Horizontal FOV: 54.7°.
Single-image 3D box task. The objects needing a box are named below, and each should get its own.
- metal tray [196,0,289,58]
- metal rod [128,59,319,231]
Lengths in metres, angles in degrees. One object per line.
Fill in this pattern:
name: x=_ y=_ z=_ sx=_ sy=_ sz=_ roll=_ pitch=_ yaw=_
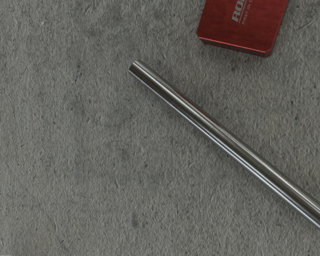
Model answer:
metal tray: x=0.106 y=-0.159 z=0.369 sx=0.090 sy=0.030 sz=0.129 roll=19 pitch=96 yaw=19
metal rod: x=0.076 y=0.011 z=0.382 sx=0.300 sy=0.025 sz=0.025 roll=41 pitch=103 yaw=15
